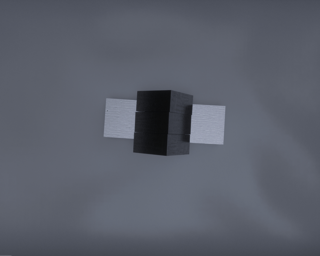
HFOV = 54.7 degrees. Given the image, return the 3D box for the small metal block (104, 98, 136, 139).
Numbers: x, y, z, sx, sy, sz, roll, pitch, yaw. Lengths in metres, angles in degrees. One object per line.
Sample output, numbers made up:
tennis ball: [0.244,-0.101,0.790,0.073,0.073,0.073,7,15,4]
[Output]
small metal block: [-0.045,-0.012,0.409,0.050,0.025,0.050,4,90,-1]

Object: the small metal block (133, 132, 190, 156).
small metal block: [0.003,0.019,0.387,0.050,0.050,0.025,2,90,36]

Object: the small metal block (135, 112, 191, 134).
small metal block: [0.004,-0.006,0.387,0.050,0.050,0.025,2,90,36]

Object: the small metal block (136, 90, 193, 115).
small metal block: [0.006,-0.031,0.387,0.050,0.050,0.025,3,90,36]

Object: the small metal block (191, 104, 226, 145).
small metal block: [0.058,-0.005,0.411,0.050,0.025,0.050,3,90,-1]
